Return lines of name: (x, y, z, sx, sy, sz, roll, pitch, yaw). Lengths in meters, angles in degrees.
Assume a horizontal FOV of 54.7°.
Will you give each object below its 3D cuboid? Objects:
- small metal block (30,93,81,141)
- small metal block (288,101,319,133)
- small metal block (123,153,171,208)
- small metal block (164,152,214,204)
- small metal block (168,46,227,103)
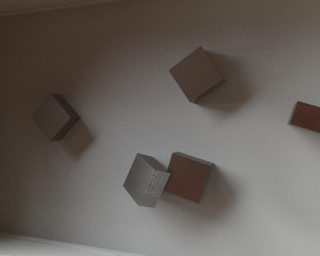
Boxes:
small metal block: (-0.156, -0.016, 0.464, 0.050, 0.025, 0.050, -45, 76, 14)
small metal block: (0.170, -0.008, 0.337, 0.050, 0.050, 0.025, 20, 97, 18)
small metal block: (-0.018, 0.067, 0.403, 0.050, 0.025, 0.050, 35, 104, 54)
small metal block: (0.036, 0.062, 0.397, 0.050, 0.025, 0.050, 17, 96, 18)
small metal block: (0.048, -0.066, 0.393, 0.050, 0.025, 0.050, -35, 79, 16)
